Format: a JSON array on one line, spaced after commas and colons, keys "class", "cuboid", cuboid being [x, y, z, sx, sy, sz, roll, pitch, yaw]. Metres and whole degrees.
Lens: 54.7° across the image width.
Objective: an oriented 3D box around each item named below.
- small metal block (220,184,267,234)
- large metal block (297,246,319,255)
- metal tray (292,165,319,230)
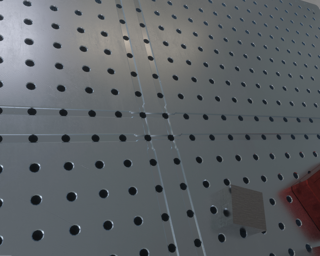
[{"class": "small metal block", "cuboid": [0.107, 0.106, 0.401, 0.050, 0.025, 0.050, 17, 55, -19]}, {"class": "large metal block", "cuboid": [0.201, 0.198, 0.380, 0.081, 0.050, 0.080, -10, 67, -33]}, {"class": "metal tray", "cuboid": [0.278, 0.103, 0.491, 0.131, 0.030, 0.090, -21, 73, -36]}]
